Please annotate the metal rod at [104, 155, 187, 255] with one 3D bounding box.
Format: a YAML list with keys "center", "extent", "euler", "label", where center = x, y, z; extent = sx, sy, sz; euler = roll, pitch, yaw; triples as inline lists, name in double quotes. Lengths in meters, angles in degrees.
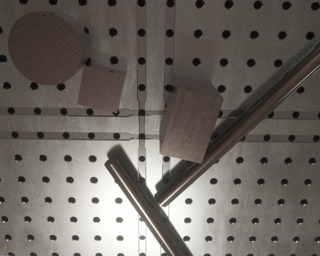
- center: [0.007, 0.167, 0.474]
  extent: [0.025, 0.025, 0.299]
  euler: [-28, 108, 9]
  label: "metal rod"

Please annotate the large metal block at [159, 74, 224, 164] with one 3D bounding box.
- center: [0.034, -0.014, 0.379]
  extent: [0.050, 0.080, 0.079]
  euler: [14, 110, -5]
  label: "large metal block"

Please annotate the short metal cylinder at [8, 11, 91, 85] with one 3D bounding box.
- center: [-0.126, -0.095, 0.363]
  extent: [0.081, 0.050, 0.079]
  euler: [0, 110, -1]
  label: "short metal cylinder"

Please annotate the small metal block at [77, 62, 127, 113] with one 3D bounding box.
- center: [-0.073, -0.051, 0.394]
  extent: [0.050, 0.025, 0.050]
  euler: [13, 110, -5]
  label: "small metal block"

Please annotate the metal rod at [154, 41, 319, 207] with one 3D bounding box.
- center: [0.104, 0.003, 0.416]
  extent: [0.025, 0.025, 0.299]
  euler: [42, 104, -14]
  label: "metal rod"
